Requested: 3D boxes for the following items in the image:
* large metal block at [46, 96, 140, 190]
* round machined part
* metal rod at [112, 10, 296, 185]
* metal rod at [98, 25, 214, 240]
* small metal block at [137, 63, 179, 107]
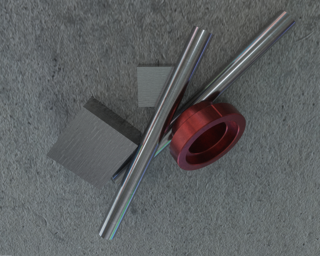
[{"bbox_3d":[-0.083,0.019,0.402,0.080,0.050,0.080,37,106,-13],"label":"large metal block"},{"bbox_3d":[0.054,0.005,0.386,0.099,0.042,0.097,-23,145,-17],"label":"round machined part"},{"bbox_3d":[0.046,-0.028,0.400,0.025,0.025,0.299,42,104,-14],"label":"metal rod"},{"bbox_3d":[-0.013,0.019,0.389,0.025,0.025,0.298,23,108,-9],"label":"metal rod"},{"bbox_3d":[-0.002,-0.054,0.390,0.050,0.025,0.050,-1,110,0],"label":"small metal block"}]
